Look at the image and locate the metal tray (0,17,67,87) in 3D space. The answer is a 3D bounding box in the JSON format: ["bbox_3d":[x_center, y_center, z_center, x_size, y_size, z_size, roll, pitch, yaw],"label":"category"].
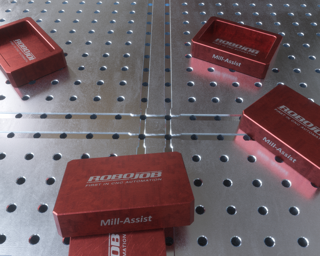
[{"bbox_3d":[-0.226,-0.129,0.509,0.091,0.030,0.130,-31,57,-24],"label":"metal tray"}]

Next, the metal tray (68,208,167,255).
[{"bbox_3d":[-0.038,0.141,0.286,0.091,0.030,0.130,-3,50,-3],"label":"metal tray"}]

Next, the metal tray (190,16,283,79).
[{"bbox_3d":[0.128,-0.139,0.522,0.130,0.030,0.090,23,53,17],"label":"metal tray"}]

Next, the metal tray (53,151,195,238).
[{"bbox_3d":[-0.036,0.065,0.328,0.131,0.030,0.090,-4,28,-4],"label":"metal tray"}]

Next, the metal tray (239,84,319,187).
[{"bbox_3d":[0.182,0.004,0.403,0.091,0.030,0.130,-33,58,-25],"label":"metal tray"}]
